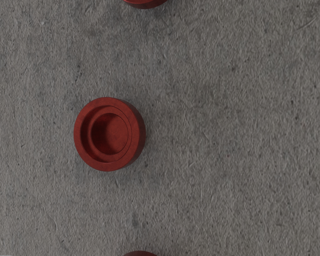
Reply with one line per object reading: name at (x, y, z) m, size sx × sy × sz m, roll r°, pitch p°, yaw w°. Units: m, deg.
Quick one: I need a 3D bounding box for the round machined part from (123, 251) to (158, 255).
round machined part at (-0.021, 0.210, 0.407) m, size 0.098 × 0.042 × 0.097 m, roll 0°, pitch 90°, yaw 20°

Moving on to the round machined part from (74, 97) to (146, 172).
round machined part at (-0.064, 0.008, 0.423) m, size 0.098 × 0.042 × 0.097 m, roll 0°, pitch 90°, yaw 20°

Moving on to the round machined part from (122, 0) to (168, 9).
round machined part at (-0.015, -0.204, 0.405) m, size 0.098 × 0.042 × 0.097 m, roll 0°, pitch 90°, yaw 20°
